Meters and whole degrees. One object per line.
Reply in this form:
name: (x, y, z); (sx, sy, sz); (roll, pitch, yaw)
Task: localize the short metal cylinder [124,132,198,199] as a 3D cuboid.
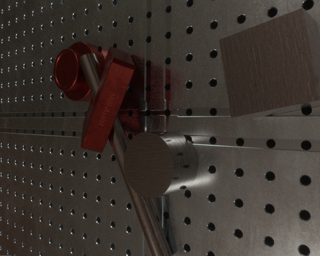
short metal cylinder: (0.001, 0.044, 0.391); (0.080, 0.050, 0.079); (0, 90, 39)

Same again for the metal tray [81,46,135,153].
metal tray: (-0.076, -0.042, 0.436); (0.090, 0.030, 0.129); (-114, 45, -64)

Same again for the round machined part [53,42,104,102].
round machined part: (-0.138, -0.093, 0.509); (0.098, 0.042, 0.097); (0, 90, 39)

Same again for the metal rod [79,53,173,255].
metal rod: (-0.050, 0.035, 0.426); (0.025, 0.025, 0.299); (-28, 79, 36)

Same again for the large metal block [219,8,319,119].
large metal block: (0.111, -0.056, 0.301); (0.080, 0.050, 0.080); (-12, 82, 39)
